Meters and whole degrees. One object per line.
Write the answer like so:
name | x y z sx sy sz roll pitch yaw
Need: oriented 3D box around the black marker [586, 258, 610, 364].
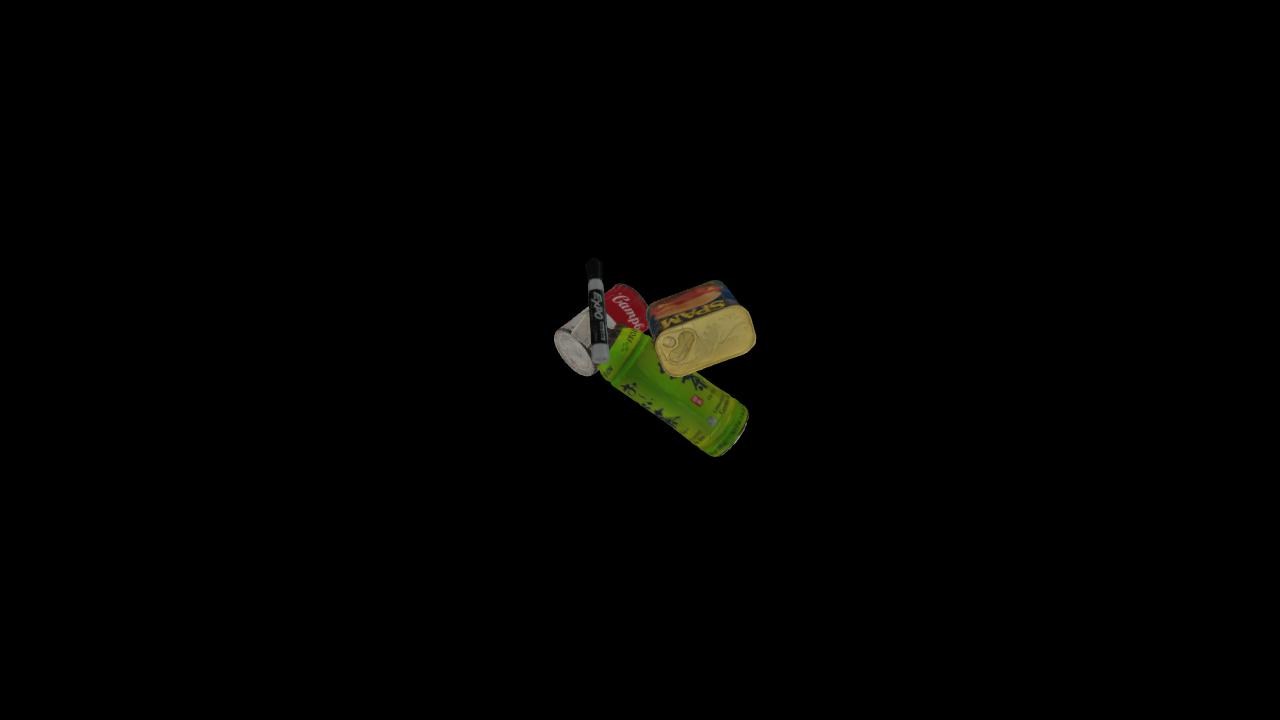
black marker | -0.045 -0.055 0.652 0.020 0.121 0.020 -5 -23 -2

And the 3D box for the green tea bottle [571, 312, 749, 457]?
green tea bottle | 0.018 0.022 0.675 0.212 0.073 0.073 35 -4 -6

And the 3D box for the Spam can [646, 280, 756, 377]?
Spam can | 0.061 -0.036 0.653 0.101 0.058 0.085 -19 28 2

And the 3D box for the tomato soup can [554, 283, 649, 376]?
tomato soup can | -0.044 -0.036 0.724 0.101 0.068 0.068 -41 22 -28
